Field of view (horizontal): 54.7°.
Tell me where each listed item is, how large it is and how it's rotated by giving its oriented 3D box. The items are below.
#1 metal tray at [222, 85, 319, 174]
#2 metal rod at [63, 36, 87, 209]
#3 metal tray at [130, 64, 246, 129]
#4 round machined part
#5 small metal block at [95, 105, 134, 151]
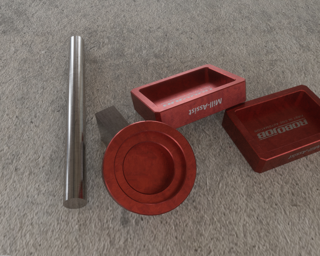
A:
[{"bbox_3d":[0.160,-0.003,0.404,0.131,0.030,0.090,-17,52,-15],"label":"metal tray"},{"bbox_3d":[-0.116,-0.032,0.428,0.025,0.025,0.300,-7,50,-6],"label":"metal rod"},{"bbox_3d":[0.037,-0.044,0.417,0.131,0.030,0.090,-21,32,-17],"label":"metal tray"},{"bbox_3d":[-0.014,0.044,0.337,0.099,0.042,0.098,3,76,-14],"label":"round machined part"},{"bbox_3d":[-0.053,0.009,0.378,0.025,0.050,0.050,-28,54,-22],"label":"small metal block"}]
